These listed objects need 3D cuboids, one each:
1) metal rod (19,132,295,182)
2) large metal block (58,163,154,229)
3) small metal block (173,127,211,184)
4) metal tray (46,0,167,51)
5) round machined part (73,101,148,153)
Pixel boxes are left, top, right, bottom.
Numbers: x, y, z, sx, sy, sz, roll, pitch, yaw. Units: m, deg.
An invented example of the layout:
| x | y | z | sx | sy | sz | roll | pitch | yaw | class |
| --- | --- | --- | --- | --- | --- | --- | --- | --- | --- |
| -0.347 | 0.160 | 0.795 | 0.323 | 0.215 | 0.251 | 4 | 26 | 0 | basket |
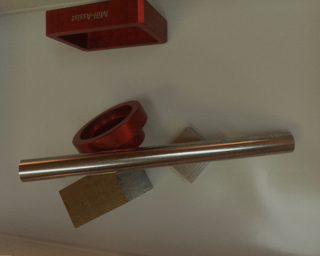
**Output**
| x | y | z | sx | sy | sz | roll | pitch | yaw | class |
| --- | --- | --- | --- | --- | --- | --- | --- | --- | --- |
| 0.000 | 0.032 | 0.349 | 0.302 | 0.025 | 0.025 | -6 | 88 | -4 | metal rod |
| -0.067 | 0.080 | 0.404 | 0.080 | 0.080 | 0.050 | -30 | 81 | 17 | large metal block |
| 0.040 | 0.034 | 0.396 | 0.050 | 0.025 | 0.050 | 41 | 103 | 15 | small metal block |
| -0.066 | -0.128 | 0.397 | 0.130 | 0.090 | 0.030 | -1 | 90 | 19 | metal tray |
| -0.059 | 0.009 | 0.399 | 0.098 | 0.098 | 0.042 | -22 | 113 | 18 | round machined part |
